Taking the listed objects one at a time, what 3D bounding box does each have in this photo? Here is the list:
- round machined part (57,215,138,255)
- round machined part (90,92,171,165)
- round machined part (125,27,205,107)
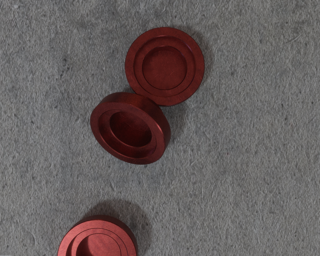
[{"bbox_3d":[-0.077,0.161,0.401,0.099,0.042,0.097,0,90,0],"label":"round machined part"},{"bbox_3d":[-0.033,-0.004,0.384,0.098,0.042,0.097,13,133,15],"label":"round machined part"},{"bbox_3d":[0.006,-0.076,0.401,0.099,0.042,0.097,0,90,0],"label":"round machined part"}]
